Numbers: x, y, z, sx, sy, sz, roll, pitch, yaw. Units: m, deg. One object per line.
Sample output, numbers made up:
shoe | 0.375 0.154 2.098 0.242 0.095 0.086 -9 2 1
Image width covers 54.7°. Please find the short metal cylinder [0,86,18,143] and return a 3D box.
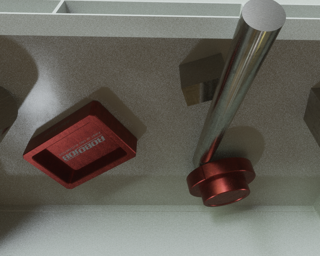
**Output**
short metal cylinder | -0.216 -0.014 0.358 0.080 0.080 0.050 31 123 -24

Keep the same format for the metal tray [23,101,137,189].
metal tray | -0.109 0.028 0.428 0.130 0.030 0.090 -28 125 21

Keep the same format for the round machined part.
round machined part | 0.091 0.083 0.449 0.099 0.042 0.098 -10 150 -6

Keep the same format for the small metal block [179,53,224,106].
small metal block | 0.050 -0.055 0.347 0.050 0.050 0.025 -15 129 11

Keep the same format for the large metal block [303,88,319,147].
large metal block | 0.231 -0.008 0.369 0.080 0.080 0.050 -5 130 4

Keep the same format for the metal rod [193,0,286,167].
metal rod | 0.060 -0.009 0.316 0.025 0.025 0.299 -1 158 0
